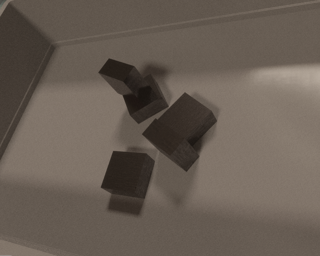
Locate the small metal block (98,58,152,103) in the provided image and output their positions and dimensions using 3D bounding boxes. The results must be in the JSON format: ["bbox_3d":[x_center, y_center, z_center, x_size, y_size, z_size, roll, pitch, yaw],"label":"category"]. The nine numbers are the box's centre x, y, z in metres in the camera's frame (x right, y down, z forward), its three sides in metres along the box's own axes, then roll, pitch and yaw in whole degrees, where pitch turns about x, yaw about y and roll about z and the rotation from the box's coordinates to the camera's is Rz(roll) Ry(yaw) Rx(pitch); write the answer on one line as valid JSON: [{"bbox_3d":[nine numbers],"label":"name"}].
[{"bbox_3d":[-0.047,-0.064,0.420,0.050,0.050,0.025,24,75,36],"label":"small metal block"}]

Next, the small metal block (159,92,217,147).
[{"bbox_3d":[0.035,-0.010,0.393,0.050,0.025,0.050,-45,51,-4],"label":"small metal block"}]

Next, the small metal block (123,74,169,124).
[{"bbox_3d":[-0.022,-0.042,0.441,0.050,0.025,0.050,-30,52,8],"label":"small metal block"}]

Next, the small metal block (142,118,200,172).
[{"bbox_3d":[0.013,0.021,0.369,0.050,0.050,0.025,35,82,38],"label":"small metal block"}]

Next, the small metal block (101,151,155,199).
[{"bbox_3d":[-0.040,0.058,0.390,0.050,0.025,0.050,2,62,28],"label":"small metal block"}]
